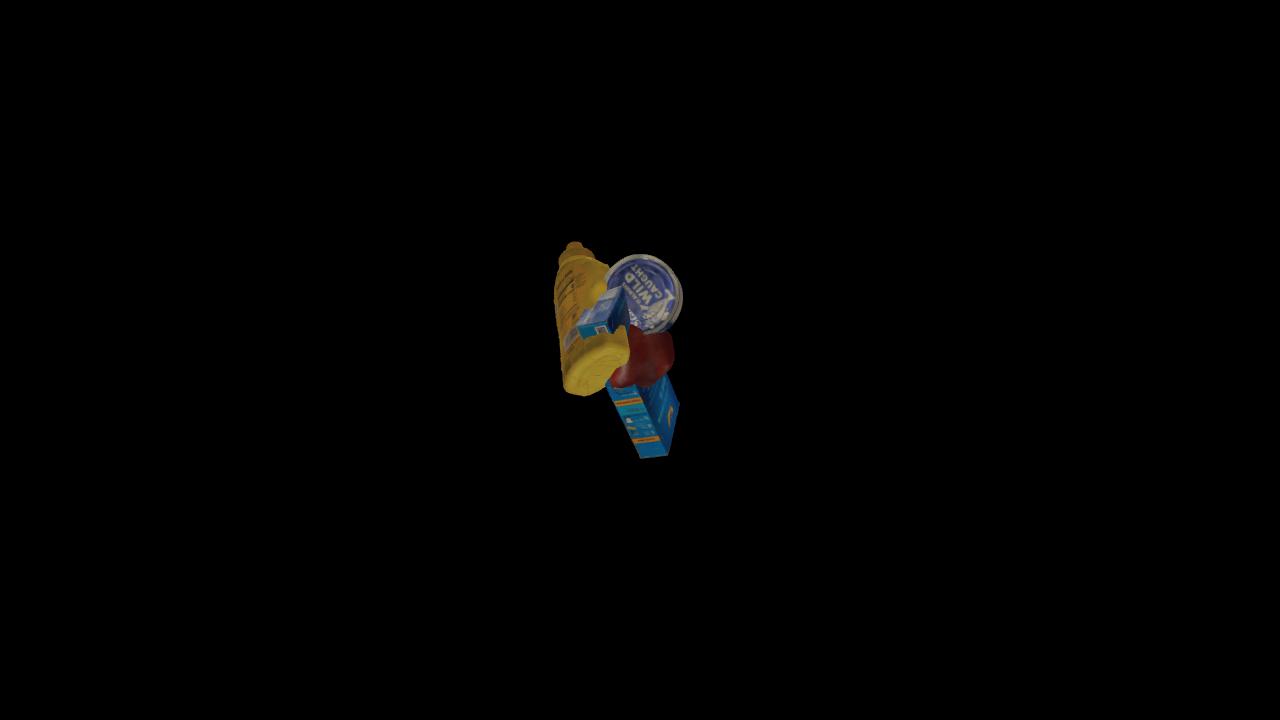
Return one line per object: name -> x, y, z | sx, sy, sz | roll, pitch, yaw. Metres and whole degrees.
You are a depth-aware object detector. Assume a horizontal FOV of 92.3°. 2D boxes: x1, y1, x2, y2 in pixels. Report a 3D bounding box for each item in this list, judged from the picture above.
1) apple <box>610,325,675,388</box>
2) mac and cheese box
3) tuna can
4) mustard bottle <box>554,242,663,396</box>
apple -> -0.006, -0.005, 0.651 | 0.079, 0.079, 0.093 | 0, 7, 45
mac and cheese box -> -0.007, 0.010, 0.670 | 0.041, 0.184, 0.093 | -11, 33, 20
tuna can -> 0.002, -0.066, 0.642 | 0.084, 0.084, 0.034 | 0, -4, 13
mustard bottle -> -0.060, -0.060, 0.664 | 0.054, 0.184, 0.092 | 9, -40, -29
